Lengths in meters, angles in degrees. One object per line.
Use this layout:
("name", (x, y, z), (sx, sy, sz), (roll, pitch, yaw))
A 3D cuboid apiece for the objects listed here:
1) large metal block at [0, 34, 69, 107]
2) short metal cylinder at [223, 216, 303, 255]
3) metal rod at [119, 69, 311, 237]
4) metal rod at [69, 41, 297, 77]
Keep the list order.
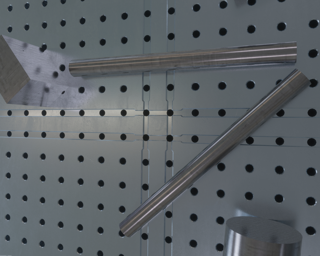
("large metal block", (-0.195, -0.079, 0.452), (0.050, 0.080, 0.080), (-39, 78, 16))
("short metal cylinder", (0.112, 0.136, 0.344), (0.080, 0.080, 0.050), (6, 92, 20))
("metal rod", (0.058, 0.041, 0.391), (0.299, 0.025, 0.025), (-43, 77, 14))
("metal rod", (0.015, -0.088, 0.407), (0.301, 0.025, 0.025), (0, 90, 19))
